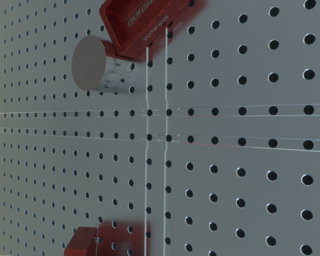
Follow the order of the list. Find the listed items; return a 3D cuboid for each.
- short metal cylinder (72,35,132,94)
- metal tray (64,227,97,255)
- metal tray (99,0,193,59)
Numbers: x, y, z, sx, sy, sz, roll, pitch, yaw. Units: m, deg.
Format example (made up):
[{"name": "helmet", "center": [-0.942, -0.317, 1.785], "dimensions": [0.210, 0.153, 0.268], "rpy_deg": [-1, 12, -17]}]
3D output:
[{"name": "short metal cylinder", "center": [-0.088, -0.094, 0.466], "dimensions": [0.080, 0.050, 0.079], "rpy_deg": [0, 90, 40]}, {"name": "metal tray", "center": [-0.121, 0.228, 0.468], "dimensions": [0.030, 0.090, 0.129], "rpy_deg": [4, 93, -2]}, {"name": "metal tray", "center": [-0.023, -0.170, 0.425], "dimensions": [0.130, 0.030, 0.090], "rpy_deg": [-37, 67, 33]}]
